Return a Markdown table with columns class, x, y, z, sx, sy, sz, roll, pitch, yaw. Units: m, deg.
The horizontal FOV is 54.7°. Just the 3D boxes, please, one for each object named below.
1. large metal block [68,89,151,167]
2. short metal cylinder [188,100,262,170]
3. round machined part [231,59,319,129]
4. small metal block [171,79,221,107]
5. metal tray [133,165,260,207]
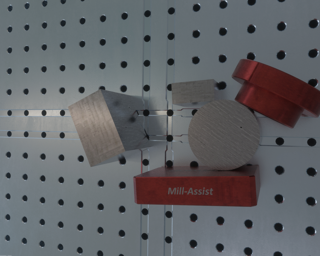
| class | x | y | z | sx | sy | sz | roll | pitch | yaw |
| --- | --- | --- | --- | --- | --- | --- | --- | --- | --- |
| large metal block | -0.063 | 0.000 | 0.405 | 0.050 | 0.080 | 0.080 | -25 | 82 | 18 |
| short metal cylinder | 0.079 | 0.008 | 0.371 | 0.080 | 0.050 | 0.079 | 0 | 90 | 20 |
| round machined part | 0.120 | -0.033 | 0.331 | 0.098 | 0.098 | 0.042 | 30 | 100 | 17 |
| small metal block | 0.046 | -0.042 | 0.383 | 0.050 | 0.050 | 0.025 | -3 | 89 | 20 |
| metal tray | 0.046 | 0.065 | 0.361 | 0.130 | 0.090 | 0.030 | -4 | 89 | 20 |
